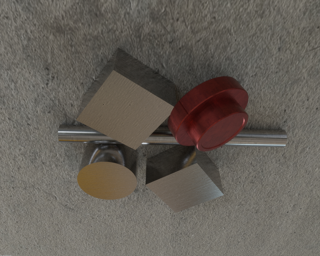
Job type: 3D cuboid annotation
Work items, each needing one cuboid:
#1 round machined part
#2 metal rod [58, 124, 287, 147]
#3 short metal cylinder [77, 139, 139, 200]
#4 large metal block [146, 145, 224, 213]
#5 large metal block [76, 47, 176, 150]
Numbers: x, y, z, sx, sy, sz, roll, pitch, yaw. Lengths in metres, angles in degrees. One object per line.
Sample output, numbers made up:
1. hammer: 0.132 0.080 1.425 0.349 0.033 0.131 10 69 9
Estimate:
1. round machined part: 0.062 -0.009 0.360 0.099 0.042 0.098 -23 150 -14
2. metal rod: 0.018 0.011 0.420 0.302 0.025 0.025 1 130 -2
3. short metal cylinder: -0.072 0.057 0.440 0.081 0.050 0.079 0 130 0
4. large metal block: 0.036 0.071 0.453 0.080 0.050 0.080 -26 126 20
5. large metal block: -0.038 -0.031 0.362 0.080 0.050 0.080 30 124 -23
